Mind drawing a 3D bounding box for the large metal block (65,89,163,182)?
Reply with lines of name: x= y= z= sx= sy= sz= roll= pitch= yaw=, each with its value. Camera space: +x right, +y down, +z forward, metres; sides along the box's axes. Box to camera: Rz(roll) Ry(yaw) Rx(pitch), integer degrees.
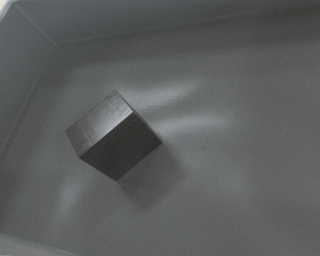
large metal block: x=-0.056 y=0.012 z=0.394 sx=0.080 sy=0.080 sz=0.050 roll=-40 pitch=51 yaw=1
